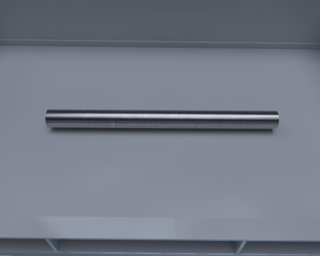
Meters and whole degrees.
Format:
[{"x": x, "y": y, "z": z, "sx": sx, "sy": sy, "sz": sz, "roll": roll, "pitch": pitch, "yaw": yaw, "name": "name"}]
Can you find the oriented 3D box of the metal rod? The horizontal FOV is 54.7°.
[{"x": 0.003, "y": -0.012, "z": 0.412, "sx": 0.302, "sy": 0.025, "sz": 0.025, "roll": 0, "pitch": 50, "yaw": 0, "name": "metal rod"}]
